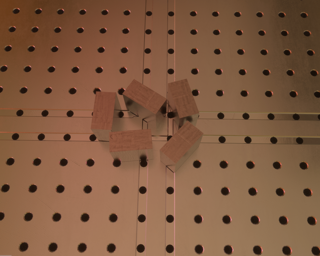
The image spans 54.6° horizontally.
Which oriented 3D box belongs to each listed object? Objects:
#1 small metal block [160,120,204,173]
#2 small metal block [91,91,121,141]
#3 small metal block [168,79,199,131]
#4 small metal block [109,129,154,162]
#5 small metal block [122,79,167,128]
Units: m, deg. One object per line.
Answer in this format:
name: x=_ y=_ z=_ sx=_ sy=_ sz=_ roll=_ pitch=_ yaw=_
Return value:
small metal block: x=0.026 y=0.025 z=0.389 sx=0.025 sy=0.050 sz=0.050 roll=40 pitch=75 yaw=14
small metal block: x=-0.069 y=-0.014 z=0.403 sx=0.025 sy=0.050 sz=0.050 roll=3 pitch=71 yaw=1
small metal block: x=0.029 y=-0.029 z=0.409 sx=0.025 sy=0.050 sz=0.050 roll=-15 pitch=70 yaw=-5
small metal block: x=-0.035 y=0.023 z=0.390 sx=0.050 sy=0.050 sz=0.025 roll=-5 pitch=70 yaw=-2
small metal block: x=-0.019 y=-0.031 z=0.410 sx=0.050 sy=0.050 sz=0.025 roll=32 pitch=74 yaw=10
